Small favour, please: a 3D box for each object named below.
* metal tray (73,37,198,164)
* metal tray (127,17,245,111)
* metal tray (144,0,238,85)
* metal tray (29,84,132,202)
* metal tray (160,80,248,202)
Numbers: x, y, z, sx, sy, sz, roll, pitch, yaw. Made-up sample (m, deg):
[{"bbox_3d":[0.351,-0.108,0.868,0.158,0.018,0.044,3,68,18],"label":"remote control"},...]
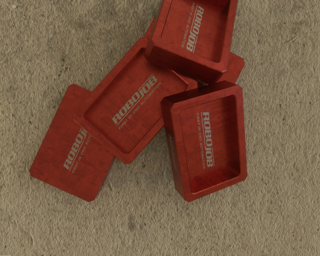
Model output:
[{"bbox_3d":[-0.029,-0.032,0.378,0.090,0.030,0.130,41,90,-1],"label":"metal tray"},{"bbox_3d":[0.032,-0.076,0.409,0.131,0.030,0.090,27,90,-1],"label":"metal tray"},{"bbox_3d":[0.041,-0.125,0.375,0.091,0.030,0.130,20,62,-10],"label":"metal tray"},{"bbox_3d":[-0.100,0.019,0.407,0.090,0.030,0.129,25,90,-1],"label":"metal tray"},{"bbox_3d":[0.057,0.017,0.375,0.091,0.030,0.129,-17,115,-16],"label":"metal tray"}]
